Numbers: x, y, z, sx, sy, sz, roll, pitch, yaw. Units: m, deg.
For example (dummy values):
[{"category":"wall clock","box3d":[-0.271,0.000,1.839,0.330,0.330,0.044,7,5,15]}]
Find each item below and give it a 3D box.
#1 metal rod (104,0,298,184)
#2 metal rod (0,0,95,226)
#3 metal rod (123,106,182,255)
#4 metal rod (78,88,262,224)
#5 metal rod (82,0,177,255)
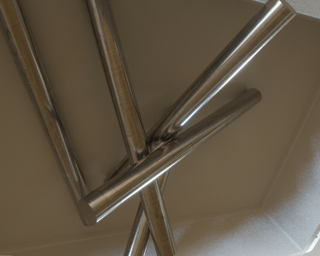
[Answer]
[{"category":"metal rod","box3d":[0.017,-0.011,0.334,0.025,0.025,0.298,14,136,-34]},{"category":"metal rod","box3d":[-0.116,0.006,0.348,0.025,0.025,0.298,-20,126,-16]},{"category":"metal rod","box3d":[-0.019,0.116,0.381,0.025,0.025,0.299,25,76,-37]},{"category":"metal rod","box3d":[0.038,0.012,0.362,0.302,0.025,0.025,-31,133,-39]},{"category":"metal rod","box3d":[-0.027,0.010,0.334,0.025,0.025,0.298,-19,106,-17]}]
